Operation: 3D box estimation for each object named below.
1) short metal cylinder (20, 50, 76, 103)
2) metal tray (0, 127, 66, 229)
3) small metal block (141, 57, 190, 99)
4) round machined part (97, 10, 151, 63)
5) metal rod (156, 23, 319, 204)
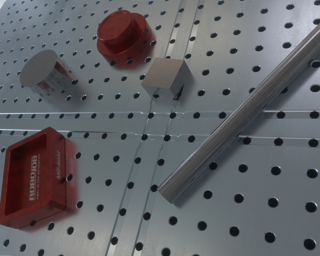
[{"bbox_3d":[-0.200,-0.093,0.554,0.080,0.050,0.080,-13,56,21],"label":"short metal cylinder"},{"bbox_3d":[-0.187,0.071,0.459,0.090,0.030,0.130,-24,53,13],"label":"metal tray"},{"bbox_3d":[0.008,-0.073,0.449,0.050,0.025,0.050,14,69,33],"label":"small metal block"},{"bbox_3d":[-0.068,-0.164,0.534,0.098,0.042,0.098,-13,56,21],"label":"round machined part"},{"bbox_3d":[0.111,-0.027,0.366,0.300,0.025,0.025,-45,51,-4],"label":"metal rod"}]
